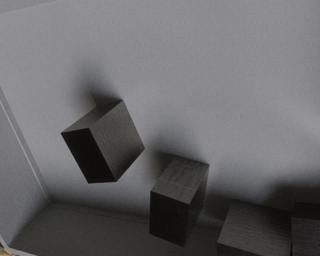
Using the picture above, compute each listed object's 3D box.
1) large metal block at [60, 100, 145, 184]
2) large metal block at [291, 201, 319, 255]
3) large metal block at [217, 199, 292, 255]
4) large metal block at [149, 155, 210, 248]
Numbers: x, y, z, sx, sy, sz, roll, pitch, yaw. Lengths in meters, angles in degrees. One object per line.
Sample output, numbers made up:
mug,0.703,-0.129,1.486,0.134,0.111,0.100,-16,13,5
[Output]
large metal block,-0.074,0.018,0.424,0.050,0.080,0.080,-9,114,32
large metal block,0.198,0.135,0.356,0.080,0.050,0.079,-2,98,29
large metal block,0.124,0.145,0.397,0.080,0.080,0.050,9,122,23
large metal block,0.027,0.096,0.419,0.050,0.080,0.079,15,125,19
